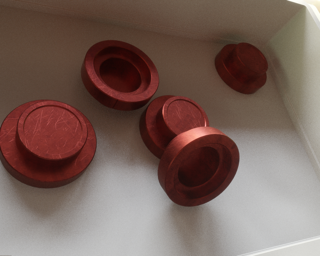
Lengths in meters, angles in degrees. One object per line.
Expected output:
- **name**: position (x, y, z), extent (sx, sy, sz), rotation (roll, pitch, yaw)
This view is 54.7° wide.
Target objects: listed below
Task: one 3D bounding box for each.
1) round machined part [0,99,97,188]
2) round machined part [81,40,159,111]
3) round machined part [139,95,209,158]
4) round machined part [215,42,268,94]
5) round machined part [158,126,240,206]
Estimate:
- **round machined part**: position (-0.115, 0.010, 0.327), extent (0.099, 0.042, 0.098), rotation (14, 56, -21)
- **round machined part**: position (-0.054, -0.064, 0.405), extent (0.099, 0.042, 0.098), rotation (14, 56, -21)
- **round machined part**: position (0.026, -0.003, 0.413), extent (0.099, 0.042, 0.098), rotation (14, 56, -21)
- **round machined part**: position (0.150, -0.111, 0.546), extent (0.099, 0.042, 0.098), rotation (14, 56, -21)
- **round machined part**: position (0.042, 0.042, 0.370), extent (0.099, 0.097, 0.042), rotation (2, 24, -28)
